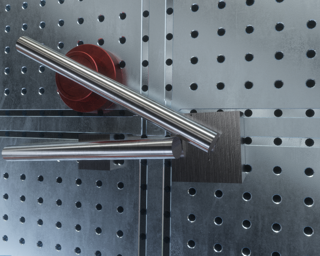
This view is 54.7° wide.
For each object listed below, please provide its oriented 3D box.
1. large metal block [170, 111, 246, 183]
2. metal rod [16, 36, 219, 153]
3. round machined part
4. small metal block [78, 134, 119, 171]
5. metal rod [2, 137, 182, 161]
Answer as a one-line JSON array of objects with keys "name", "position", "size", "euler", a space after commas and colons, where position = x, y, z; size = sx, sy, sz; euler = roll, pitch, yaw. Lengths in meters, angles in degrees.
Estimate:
[{"name": "large metal block", "position": [0.059, 0.022, 0.375], "size": [0.080, 0.050, 0.079], "euler": [-2, 89, 19]}, {"name": "metal rod", "position": [-0.067, -0.051, 0.384], "size": [0.301, 0.025, 0.025], "euler": [28, 99, 20]}, {"name": "round machined part", "position": [-0.107, -0.071, 0.440], "size": [0.098, 0.042, 0.097], "euler": [0, 90, 19]}, {"name": "small metal block", "position": [-0.088, 0.033, 0.443], "size": [0.050, 0.025, 0.050], "euler": [0, 90, 19]}, {"name": "metal rod", "position": [-0.111, 0.031, 0.421], "size": [0.300, 0.025, 0.025], "euler": [-4, 89, 30]}]
